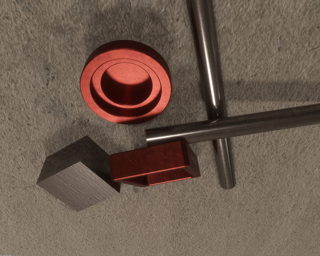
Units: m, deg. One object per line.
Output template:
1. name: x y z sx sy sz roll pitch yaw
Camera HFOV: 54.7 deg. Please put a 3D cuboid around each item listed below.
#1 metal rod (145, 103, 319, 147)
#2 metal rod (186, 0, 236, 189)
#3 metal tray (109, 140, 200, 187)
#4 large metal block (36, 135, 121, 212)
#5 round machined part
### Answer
1. metal rod: 0.133 -0.008 0.377 0.302 0.025 0.025 -9 130 -3
2. metal rod: 0.070 -0.025 0.387 0.025 0.025 0.299 -11 130 8
3. metal tray: 0.000 0.051 0.402 0.090 0.030 0.130 -12 164 10
4. large metal block: -0.113 0.068 0.447 0.080 0.050 0.080 -27 125 21
5. round machined part: -0.037 -0.054 0.349 0.099 0.042 0.097 -1 130 0
